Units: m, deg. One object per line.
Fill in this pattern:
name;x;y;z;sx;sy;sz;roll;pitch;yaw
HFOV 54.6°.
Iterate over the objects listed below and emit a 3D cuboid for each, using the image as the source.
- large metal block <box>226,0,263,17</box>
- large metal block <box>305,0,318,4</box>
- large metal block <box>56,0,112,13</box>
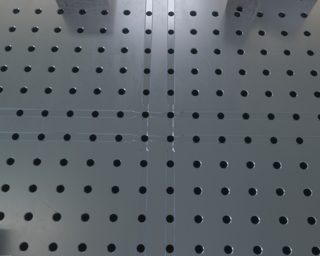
large metal block;0.144;-0.232;0.468;0.050;0.080;0.080;22;72;8
large metal block;0.224;-0.250;0.475;0.080;0.080;0.050;23;72;8
large metal block;-0.117;-0.230;0.482;0.080;0.050;0.080;2;70;0
